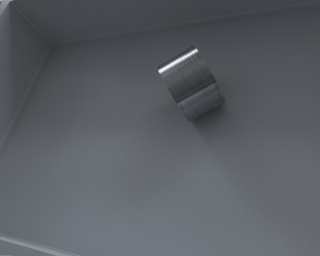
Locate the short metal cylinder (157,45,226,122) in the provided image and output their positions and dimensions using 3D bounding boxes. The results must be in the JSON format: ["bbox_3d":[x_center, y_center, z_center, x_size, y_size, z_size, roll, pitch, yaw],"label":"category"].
[{"bbox_3d":[0.039,-0.054,0.382,0.050,0.080,0.080,-30,52,9],"label":"short metal cylinder"}]
